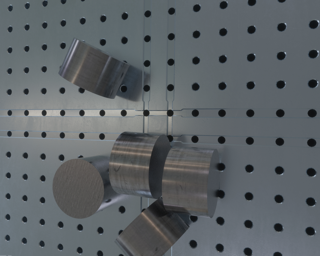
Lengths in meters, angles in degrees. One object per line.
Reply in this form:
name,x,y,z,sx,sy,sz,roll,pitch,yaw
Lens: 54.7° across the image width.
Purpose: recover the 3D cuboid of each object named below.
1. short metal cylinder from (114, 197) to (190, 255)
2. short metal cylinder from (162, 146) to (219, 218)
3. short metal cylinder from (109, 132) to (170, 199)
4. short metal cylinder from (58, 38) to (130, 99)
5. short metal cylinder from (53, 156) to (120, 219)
short metal cylinder,-0.009,0.133,0.387,0.050,0.080,0.080,45,104,14
short metal cylinder,0.040,0.063,0.369,0.050,0.080,0.079,2,91,20
short metal cylinder,-0.022,0.046,0.391,0.050,0.080,0.079,4,92,20
short metal cylinder,-0.087,-0.079,0.414,0.080,0.080,0.050,30,100,17
short metal cylinder,-0.101,0.081,0.435,0.080,0.050,0.079,0,90,20
